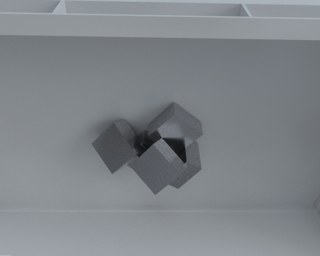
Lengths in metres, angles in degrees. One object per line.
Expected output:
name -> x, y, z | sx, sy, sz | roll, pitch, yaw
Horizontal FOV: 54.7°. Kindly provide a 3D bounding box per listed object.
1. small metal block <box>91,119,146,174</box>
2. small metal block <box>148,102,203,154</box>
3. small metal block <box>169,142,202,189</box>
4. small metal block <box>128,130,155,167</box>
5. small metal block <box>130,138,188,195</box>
small metal block -> -0.055, 0.025, 0.411 | 0.050, 0.025, 0.050 | -40, 82, 28
small metal block -> 0.020, 0.002, 0.409 | 0.050, 0.025, 0.050 | 35, 122, -26
small metal block -> 0.030, 0.048, 0.432 | 0.025, 0.050, 0.050 | 29, 124, -22
small metal block -> -0.019, 0.038, 0.439 | 0.050, 0.025, 0.050 | 35, 122, -26
small metal block -> -0.002, 0.050, 0.401 | 0.050, 0.025, 0.050 | 49, 121, 5
